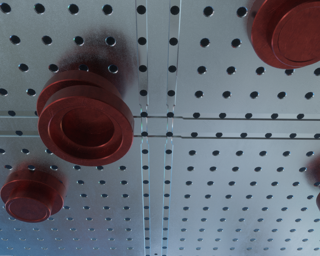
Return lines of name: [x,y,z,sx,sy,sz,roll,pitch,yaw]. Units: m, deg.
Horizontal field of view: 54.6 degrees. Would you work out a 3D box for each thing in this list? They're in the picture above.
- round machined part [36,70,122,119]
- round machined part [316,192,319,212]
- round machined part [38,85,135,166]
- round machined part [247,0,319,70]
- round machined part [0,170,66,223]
round machined part: [-0.093,-0.028,0.376,0.099,0.042,0.097,0,130,0]
round machined part: [0.299,0.106,0.493,0.099,0.042,0.097,0,130,0]
round machined part: [-0.077,-0.006,0.339,0.099,0.042,0.097,0,130,0]
round machined part: [0.143,-0.102,0.315,0.099,0.042,0.097,0,130,0]
round machined part: [-0.205,0.115,0.497,0.099,0.042,0.097,0,130,0]
